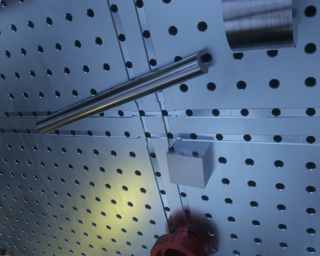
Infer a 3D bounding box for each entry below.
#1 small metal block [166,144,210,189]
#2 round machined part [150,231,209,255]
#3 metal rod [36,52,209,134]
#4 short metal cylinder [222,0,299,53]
[{"bbox_3d":[0.039,0.052,0.422,0.050,0.025,0.050,6,121,25],"label":"small metal block"},{"bbox_3d":[0.038,0.209,0.509,0.098,0.042,0.097,13,124,20],"label":"round machined part"},{"bbox_3d":[-0.072,-0.037,0.424,0.300,0.025,0.025,-16,110,34],"label":"metal rod"},{"bbox_3d":[0.088,-0.106,0.263,0.050,0.080,0.079,2,119,27],"label":"short metal cylinder"}]
